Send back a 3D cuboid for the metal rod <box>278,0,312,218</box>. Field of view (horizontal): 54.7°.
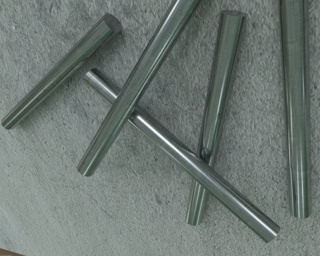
[{"bbox_3d":[0.139,-0.029,0.315,0.025,0.025,0.298,0,119,28],"label":"metal rod"}]

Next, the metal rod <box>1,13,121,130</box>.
[{"bbox_3d":[-0.159,-0.065,0.450,0.299,0.025,0.025,-29,103,37],"label":"metal rod"}]

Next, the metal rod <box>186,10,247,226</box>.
[{"bbox_3d":[0.061,0.013,0.382,0.025,0.025,0.298,17,125,18],"label":"metal rod"}]

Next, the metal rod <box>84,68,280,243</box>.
[{"bbox_3d":[0.019,0.027,0.386,0.300,0.025,0.025,41,130,10],"label":"metal rod"}]

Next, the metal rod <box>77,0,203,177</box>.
[{"bbox_3d":[-0.026,-0.050,0.355,0.025,0.025,0.298,37,118,3],"label":"metal rod"}]
